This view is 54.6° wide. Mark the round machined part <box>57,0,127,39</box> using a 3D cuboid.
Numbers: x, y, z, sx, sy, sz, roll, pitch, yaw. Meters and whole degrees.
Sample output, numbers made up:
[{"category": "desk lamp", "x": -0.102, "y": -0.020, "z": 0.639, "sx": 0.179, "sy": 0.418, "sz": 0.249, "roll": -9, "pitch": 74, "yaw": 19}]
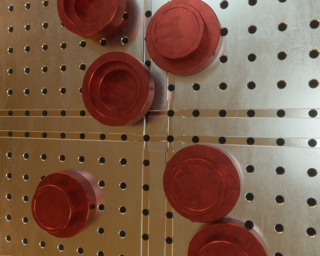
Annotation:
[{"category": "round machined part", "x": -0.091, "y": -0.174, "z": 0.436, "sx": 0.098, "sy": 0.042, "sz": 0.097, "roll": 0, "pitch": 90, "yaw": 20}]

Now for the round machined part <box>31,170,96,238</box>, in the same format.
[{"category": "round machined part", "x": -0.148, "y": 0.114, "z": 0.457, "sx": 0.098, "sy": 0.042, "sz": 0.097, "roll": 0, "pitch": 90, "yaw": 20}]

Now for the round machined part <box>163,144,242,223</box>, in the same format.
[{"category": "round machined part", "x": 0.050, "y": 0.070, "z": 0.386, "sx": 0.098, "sy": 0.042, "sz": 0.097, "roll": 0, "pitch": 90, "yaw": 20}]

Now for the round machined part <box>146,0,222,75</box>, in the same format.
[{"category": "round machined part", "x": 0.027, "y": -0.118, "z": 0.394, "sx": 0.098, "sy": 0.042, "sz": 0.097, "roll": 0, "pitch": 90, "yaw": 20}]

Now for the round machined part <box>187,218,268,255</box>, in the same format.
[{"category": "round machined part", "x": 0.080, "y": 0.164, "z": 0.375, "sx": 0.098, "sy": 0.042, "sz": 0.097, "roll": 0, "pitch": 90, "yaw": 20}]

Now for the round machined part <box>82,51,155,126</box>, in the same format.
[{"category": "round machined part", "x": -0.053, "y": -0.051, "z": 0.423, "sx": 0.098, "sy": 0.042, "sz": 0.097, "roll": 0, "pitch": 90, "yaw": 20}]
